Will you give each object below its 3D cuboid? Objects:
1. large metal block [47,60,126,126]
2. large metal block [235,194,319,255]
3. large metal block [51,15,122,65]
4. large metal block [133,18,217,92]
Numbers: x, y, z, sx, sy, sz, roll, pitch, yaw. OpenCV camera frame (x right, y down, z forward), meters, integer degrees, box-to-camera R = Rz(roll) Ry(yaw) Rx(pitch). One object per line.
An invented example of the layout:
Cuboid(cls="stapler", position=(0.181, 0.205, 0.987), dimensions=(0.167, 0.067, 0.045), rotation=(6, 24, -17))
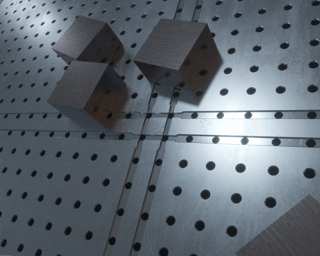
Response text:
Cuboid(cls="large metal block", position=(-0.114, -0.056, 0.484), dimensions=(0.080, 0.050, 0.080), rotation=(12, 68, 32))
Cuboid(cls="large metal block", position=(0.124, 0.117, 0.255), dimensions=(0.080, 0.050, 0.080), rotation=(-39, 51, 1))
Cuboid(cls="large metal block", position=(-0.129, -0.146, 0.547), dimensions=(0.080, 0.050, 0.080), rotation=(27, 77, 37))
Cuboid(cls="large metal block", position=(0.022, -0.106, 0.444), dimensions=(0.080, 0.050, 0.080), rotation=(20, 72, 35))
